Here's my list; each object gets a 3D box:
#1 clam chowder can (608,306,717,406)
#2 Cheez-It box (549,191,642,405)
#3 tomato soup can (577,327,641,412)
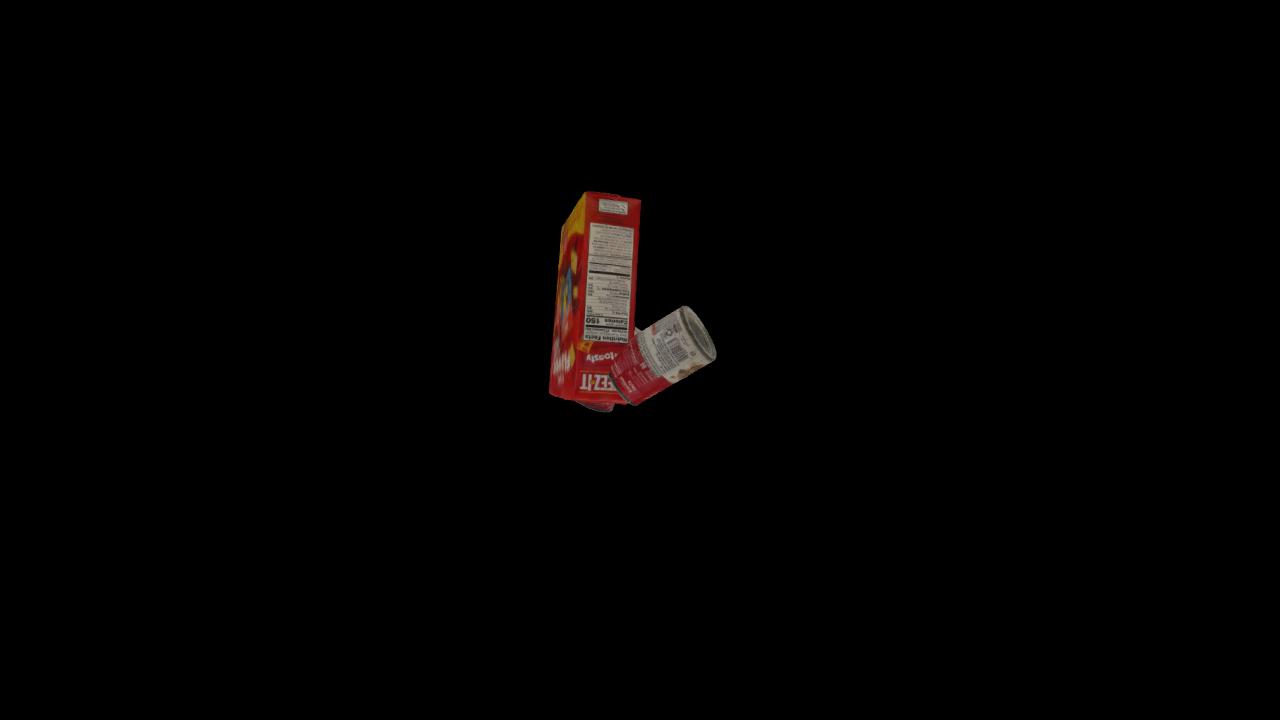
[{"bbox_3d":[0.022,-0.005,0.652,0.102,0.068,0.068,-31,-11,19],"label":"clam chowder can"},{"bbox_3d":[-0.056,-0.063,0.718,0.071,0.223,0.166,5,-3,-16],"label":"Cheez-It box"},{"bbox_3d":[-0.042,0.003,0.742,0.068,0.101,0.068,25,14,-7],"label":"tomato soup can"}]
